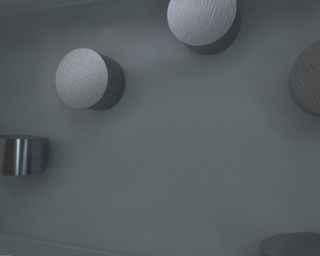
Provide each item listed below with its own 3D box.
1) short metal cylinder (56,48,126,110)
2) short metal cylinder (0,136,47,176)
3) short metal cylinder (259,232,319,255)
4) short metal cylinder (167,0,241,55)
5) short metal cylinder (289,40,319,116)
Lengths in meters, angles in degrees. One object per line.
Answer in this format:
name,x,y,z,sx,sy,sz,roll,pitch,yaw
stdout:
short metal cylinder,-0.096,-0.065,0.431,0.080,0.050,0.080,0,90,20
short metal cylinder,-0.210,0.038,0.455,0.080,0.080,0.050,4,92,20
short metal cylinder,0.151,0.148,0.328,0.080,0.080,0.050,-10,87,20
short metal cylinder,0.055,-0.134,0.378,0.080,0.050,0.080,0,90,20
short metal cylinder,0.183,-0.052,0.332,0.080,0.050,0.080,0,90,20
